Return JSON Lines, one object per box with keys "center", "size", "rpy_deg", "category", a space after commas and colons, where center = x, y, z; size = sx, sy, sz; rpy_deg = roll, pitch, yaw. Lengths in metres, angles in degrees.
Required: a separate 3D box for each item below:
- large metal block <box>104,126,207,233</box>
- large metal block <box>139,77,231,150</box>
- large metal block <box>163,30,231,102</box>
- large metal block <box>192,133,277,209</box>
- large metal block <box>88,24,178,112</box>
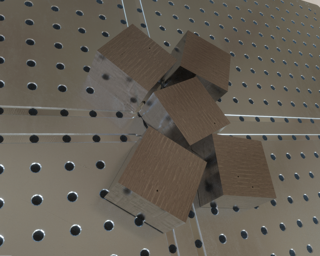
{"center": [-0.003, 0.059, 0.352], "size": [0.080, 0.050, 0.080], "rpy_deg": [33, 51, -7], "category": "large metal block"}
{"center": [0.033, -0.014, 0.417], "size": [0.081, 0.050, 0.080], "rpy_deg": [-25, 75, -37], "category": "large metal block"}
{"center": [0.059, -0.089, 0.476], "size": [0.080, 0.050, 0.080], "rpy_deg": [25, 53, -16], "category": "large metal block"}
{"center": [0.094, 0.059, 0.406], "size": [0.081, 0.050, 0.080], "rpy_deg": [9, 58, -24], "category": "large metal block"}
{"center": [-0.036, -0.082, 0.422], "size": [0.080, 0.050, 0.080], "rpy_deg": [39, 51, -1], "category": "large metal block"}
